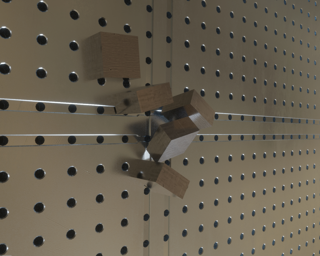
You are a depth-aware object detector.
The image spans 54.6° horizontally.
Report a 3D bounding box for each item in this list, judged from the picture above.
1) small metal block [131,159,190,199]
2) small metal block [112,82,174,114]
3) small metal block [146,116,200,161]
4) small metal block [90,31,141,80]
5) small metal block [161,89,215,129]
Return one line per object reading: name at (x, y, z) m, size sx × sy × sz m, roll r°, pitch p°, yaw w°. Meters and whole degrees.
small metal block at (0.000, 0.064, 0.392) m, size 0.050 × 0.050 × 0.025 m, roll 39°, pitch 67°, yaw -33°
small metal block at (-0.021, -0.036, 0.374) m, size 0.050 × 0.050 × 0.025 m, roll -21°, pitch 104°, yaw -38°
small metal block at (0.016, 0.016, 0.403) m, size 0.050 × 0.050 × 0.025 m, roll -17°, pitch 60°, yaw -39°
small metal block at (-0.052, -0.083, 0.365) m, size 0.050 × 0.025 × 0.050 m, roll -6°, pitch 94°, yaw -40°
small metal block at (0.038, -0.021, 0.421) m, size 0.050 × 0.050 × 0.025 m, roll 41°, pitch 50°, yaw -32°
